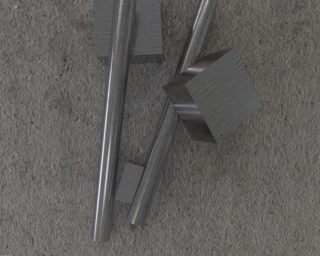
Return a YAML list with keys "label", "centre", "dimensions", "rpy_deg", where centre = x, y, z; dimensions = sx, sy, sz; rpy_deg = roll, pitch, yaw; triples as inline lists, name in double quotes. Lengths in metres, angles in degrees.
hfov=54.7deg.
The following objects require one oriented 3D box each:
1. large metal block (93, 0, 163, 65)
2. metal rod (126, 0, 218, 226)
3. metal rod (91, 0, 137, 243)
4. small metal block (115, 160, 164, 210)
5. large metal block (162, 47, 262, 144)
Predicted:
- label: "large metal block"
  centre: [-0.039, -0.127, 0.397]
  dimensions: [0.081, 0.050, 0.080]
  rpy_deg: [-3, 90, 0]
- label: "metal rod"
  centre: [0.017, -0.026, 0.394]
  dimensions: [0.025, 0.025, 0.299]
  rpy_deg: [19, 84, 0]
- label: "metal rod"
  centre: [-0.059, 0.001, 0.378]
  dimensions: [0.025, 0.025, 0.298]
  rpy_deg: [8, 102, 0]
- label: "small metal block"
  centre: [-0.026, 0.075, 0.410]
  dimensions: [0.050, 0.025, 0.050]
  rpy_deg: [17, 90, 0]
- label: "large metal block"
  centre: [0.064, -0.038, 0.375]
  dimensions: [0.080, 0.050, 0.080]
  rpy_deg: [-38, 109, -21]
